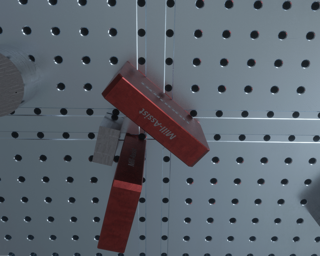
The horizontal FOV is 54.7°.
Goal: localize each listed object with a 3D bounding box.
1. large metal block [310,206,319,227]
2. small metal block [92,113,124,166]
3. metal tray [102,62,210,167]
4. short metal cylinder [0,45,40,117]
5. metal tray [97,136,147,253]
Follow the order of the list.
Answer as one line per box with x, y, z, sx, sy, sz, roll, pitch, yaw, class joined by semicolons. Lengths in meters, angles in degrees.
0.290;0.134;0.454;0.080;0.050;0.080;34;106;-12;large metal block
-0.067;0.014;0.404;0.025;0.050;0.050;14;110;-5;small metal block
-0.003;-0.019;0.371;0.130;0.090;0.030;40;105;-14;metal tray
-0.196;-0.058;0.376;0.081;0.050;0.079;0;110;-1;short metal cylinder
-0.044;0.075;0.384;0.030;0.130;0.089;14;110;-5;metal tray
